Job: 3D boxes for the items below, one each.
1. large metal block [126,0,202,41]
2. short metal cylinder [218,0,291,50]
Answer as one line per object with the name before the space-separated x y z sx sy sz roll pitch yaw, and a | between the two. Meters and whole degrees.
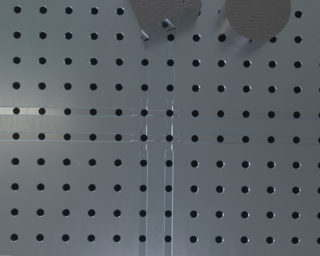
large metal block | -0.001 -0.172 0.401 0.080 0.050 0.080 -23 90 0
short metal cylinder | 0.119 -0.147 0.401 0.081 0.050 0.080 0 90 0
